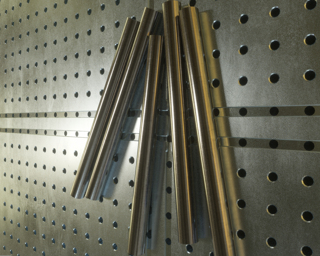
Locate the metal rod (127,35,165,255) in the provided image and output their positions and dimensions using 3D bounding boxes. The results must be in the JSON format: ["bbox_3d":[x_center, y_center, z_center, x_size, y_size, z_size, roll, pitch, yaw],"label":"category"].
[{"bbox_3d":[-0.018,0.027,0.425,0.025,0.025,0.298,10,97,39],"label":"metal rod"}]

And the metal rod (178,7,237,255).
[{"bbox_3d":[0.055,0.004,0.365,0.025,0.025,0.299,-13,82,39],"label":"metal rod"}]

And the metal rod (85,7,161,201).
[{"bbox_3d":[-0.058,-0.024,0.459,0.025,0.025,0.298,32,110,35],"label":"metal rod"}]

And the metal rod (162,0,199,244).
[{"bbox_3d":[0.025,-0.010,0.390,0.025,0.025,0.299,-7,86,40],"label":"metal rod"}]

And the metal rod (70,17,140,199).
[{"bbox_3d":[-0.087,-0.020,0.482,0.025,0.025,0.298,34,111,35],"label":"metal rod"}]
